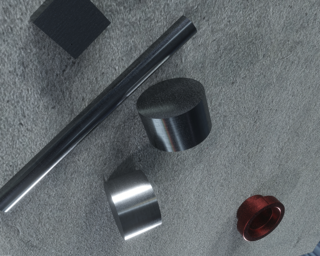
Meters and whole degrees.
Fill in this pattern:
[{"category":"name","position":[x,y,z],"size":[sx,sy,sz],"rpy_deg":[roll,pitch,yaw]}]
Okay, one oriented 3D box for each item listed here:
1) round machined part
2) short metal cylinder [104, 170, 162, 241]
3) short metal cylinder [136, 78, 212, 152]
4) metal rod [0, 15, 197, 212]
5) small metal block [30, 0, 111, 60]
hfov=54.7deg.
[{"category":"round machined part","position":[0.190,0.170,0.605],"size":[0.099,0.042,0.097],"rpy_deg":[-14,124,-21]},{"category":"short metal cylinder","position":[-0.038,0.102,0.414],"size":[0.050,0.080,0.079],"rpy_deg":[-18,126,-18]},{"category":"short metal cylinder","position":[0.018,-0.017,0.370],"size":[0.080,0.080,0.050],"rpy_deg":[-27,128,-11]},{"category":"metal rod","position":[-0.076,-0.015,0.355],"size":[0.300,0.025,0.025],"rpy_deg":[-43,130,2]},{"category":"small metal block","position":[-0.085,-0.103,0.296],"size":[0.050,0.025,0.050],"rpy_deg":[-45,129,3]}]
